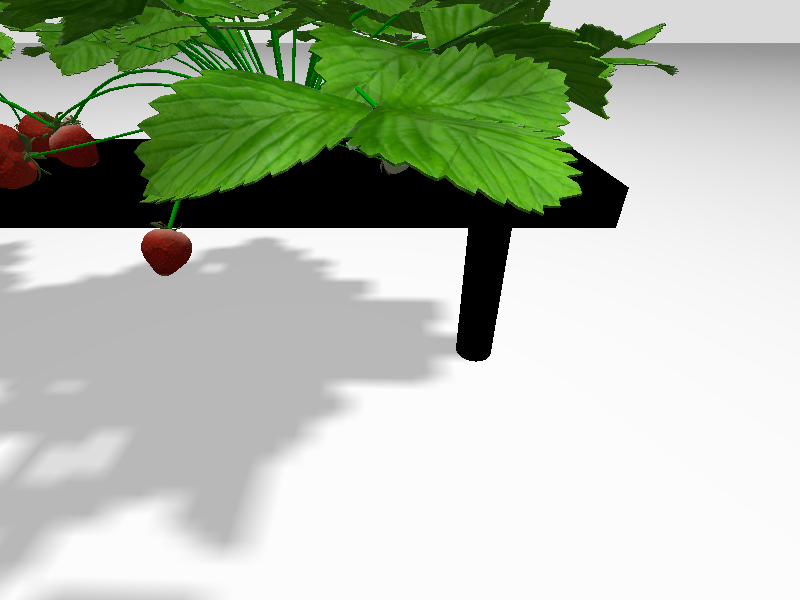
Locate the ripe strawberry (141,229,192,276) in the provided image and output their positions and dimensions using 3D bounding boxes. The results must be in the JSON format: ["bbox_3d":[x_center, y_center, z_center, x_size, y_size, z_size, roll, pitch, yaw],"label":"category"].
[{"bbox_3d":[-0.102,-0.020,0.176,0.019,0.020,0.020,2,-9,3],"label":"ripe strawberry"}]

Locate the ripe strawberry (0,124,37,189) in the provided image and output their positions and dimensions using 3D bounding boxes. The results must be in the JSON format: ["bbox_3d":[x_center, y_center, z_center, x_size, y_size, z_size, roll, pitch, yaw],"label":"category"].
[{"bbox_3d":[-0.264,-0.093,0.262,0.038,0.040,0.035,-15,37,-20],"label":"ripe strawberry"}]

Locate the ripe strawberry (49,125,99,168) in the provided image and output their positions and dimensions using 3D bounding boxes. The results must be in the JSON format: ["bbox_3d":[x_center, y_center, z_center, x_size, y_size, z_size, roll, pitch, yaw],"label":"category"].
[{"bbox_3d":[-0.252,-0.118,0.313,0.030,0.031,0.029,-32,26,24],"label":"ripe strawberry"}]

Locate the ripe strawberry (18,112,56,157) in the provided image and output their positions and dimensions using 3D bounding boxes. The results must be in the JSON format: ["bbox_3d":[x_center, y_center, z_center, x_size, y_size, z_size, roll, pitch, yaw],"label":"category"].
[{"bbox_3d":[-0.295,-0.134,0.332,0.035,0.035,0.033,-29,29,19],"label":"ripe strawberry"}]

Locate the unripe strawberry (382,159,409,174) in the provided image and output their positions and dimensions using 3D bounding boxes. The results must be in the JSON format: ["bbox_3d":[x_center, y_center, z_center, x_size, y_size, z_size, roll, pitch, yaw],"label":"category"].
[{"bbox_3d":[-0.002,-0.101,0.293,0.019,0.017,0.019,19,38,24],"label":"unripe strawberry"}]

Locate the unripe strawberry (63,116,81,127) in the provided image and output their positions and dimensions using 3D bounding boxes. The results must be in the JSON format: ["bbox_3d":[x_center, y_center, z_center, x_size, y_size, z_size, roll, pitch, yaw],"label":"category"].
[{"bbox_3d":[-0.332,-0.176,0.405,0.016,0.016,0.014,-20,23,32],"label":"unripe strawberry"}]
